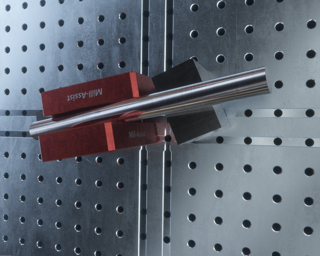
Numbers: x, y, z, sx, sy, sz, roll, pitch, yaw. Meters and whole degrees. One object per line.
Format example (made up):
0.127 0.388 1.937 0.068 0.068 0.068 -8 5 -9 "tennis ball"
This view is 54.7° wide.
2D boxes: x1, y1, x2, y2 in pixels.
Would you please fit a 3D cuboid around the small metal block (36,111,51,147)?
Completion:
-0.150 0.000 0.450 0.025 0.050 0.050 -9 87 19 "small metal block"

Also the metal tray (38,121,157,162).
-0.069 0.015 0.380 0.090 0.130 0.030 -10 87 19 "metal tray"

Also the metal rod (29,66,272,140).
-0.034 -0.019 0.343 0.300 0.025 0.025 -10 87 28 "metal rod"

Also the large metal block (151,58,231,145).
0.040 -0.028 0.367 0.050 0.080 0.080 -24 82 18 "large metal block"

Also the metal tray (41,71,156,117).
-0.072 -0.039 0.401 0.130 0.090 0.030 -9 88 19 "metal tray"
